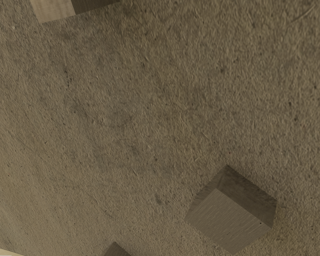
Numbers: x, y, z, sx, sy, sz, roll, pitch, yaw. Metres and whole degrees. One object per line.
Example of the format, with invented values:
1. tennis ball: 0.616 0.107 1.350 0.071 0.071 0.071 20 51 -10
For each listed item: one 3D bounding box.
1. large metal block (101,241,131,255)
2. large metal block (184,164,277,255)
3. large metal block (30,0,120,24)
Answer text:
1. large metal block: -0.089 0.282 0.592 0.080 0.080 0.050 40 129 1
2. large metal block: 0.092 0.109 0.409 0.080 0.050 0.079 36 129 4
3. large metal block: -0.095 -0.161 0.321 0.050 0.080 0.080 -1 118 29
